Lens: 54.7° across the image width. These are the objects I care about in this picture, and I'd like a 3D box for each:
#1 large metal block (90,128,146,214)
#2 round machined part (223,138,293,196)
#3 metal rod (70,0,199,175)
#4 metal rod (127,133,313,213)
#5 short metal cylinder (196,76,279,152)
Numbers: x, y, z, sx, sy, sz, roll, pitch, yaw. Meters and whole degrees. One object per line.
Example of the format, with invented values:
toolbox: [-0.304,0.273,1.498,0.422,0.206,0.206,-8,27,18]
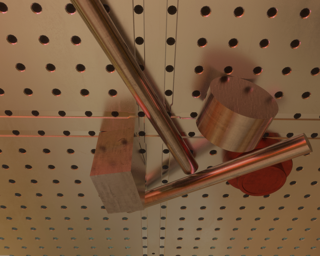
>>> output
large metal block: [-0.053,0.058,0.425,0.050,0.080,0.080,-8,130,6]
round machined part: [0.146,0.064,0.457,0.099,0.042,0.097,0,130,0]
metal rod: [-0.020,-0.042,0.375,0.025,0.025,0.299,-21,128,16]
metal rod: [0.063,0.075,0.449,0.300,0.025,0.025,-26,126,30]
short metal cylinder: [0.088,-0.017,0.362,0.081,0.080,0.050,10,129,-9]
